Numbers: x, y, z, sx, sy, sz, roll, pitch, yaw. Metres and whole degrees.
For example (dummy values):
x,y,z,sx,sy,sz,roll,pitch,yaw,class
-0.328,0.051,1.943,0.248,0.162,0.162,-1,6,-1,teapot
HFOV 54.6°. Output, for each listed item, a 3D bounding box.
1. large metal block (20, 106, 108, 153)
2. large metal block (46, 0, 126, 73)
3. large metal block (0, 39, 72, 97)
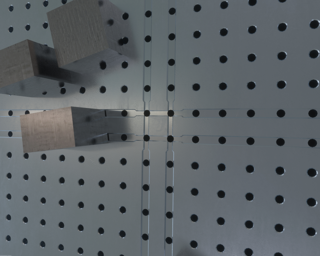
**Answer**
x,y,z,sx,sy,sz,roll,pitch,yaw,class
-0.130,0.003,0.430,0.080,0.080,0.050,-8,88,20,large metal block
-0.103,-0.131,0.436,0.080,0.050,0.080,-15,85,19,large metal block
-0.190,-0.083,0.451,0.080,0.080,0.050,-14,85,19,large metal block
